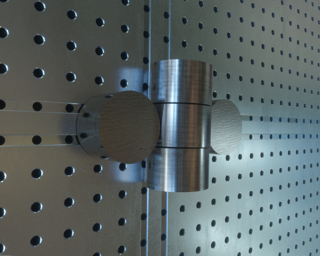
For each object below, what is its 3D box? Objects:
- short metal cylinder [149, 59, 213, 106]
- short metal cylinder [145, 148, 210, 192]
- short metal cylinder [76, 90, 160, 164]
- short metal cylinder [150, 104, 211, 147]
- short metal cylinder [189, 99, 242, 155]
[{"bbox_3d":[0.027,-0.053,0.397,0.081,0.080,0.050,3,88,-40],"label":"short metal cylinder"},{"bbox_3d":[0.022,0.049,0.393,0.081,0.080,0.050,2,89,-40],"label":"short metal cylinder"},{"bbox_3d":[-0.047,-0.001,0.354,0.081,0.050,0.079,0,90,-40],"label":"short metal cylinder"},{"bbox_3d":[0.025,-0.002,0.395,0.081,0.080,0.050,2,89,-40],"label":"short metal cylinder"},{"bbox_3d":[0.077,-0.001,0.459,0.081,0.050,0.079,0,90,-40],"label":"short metal cylinder"}]
